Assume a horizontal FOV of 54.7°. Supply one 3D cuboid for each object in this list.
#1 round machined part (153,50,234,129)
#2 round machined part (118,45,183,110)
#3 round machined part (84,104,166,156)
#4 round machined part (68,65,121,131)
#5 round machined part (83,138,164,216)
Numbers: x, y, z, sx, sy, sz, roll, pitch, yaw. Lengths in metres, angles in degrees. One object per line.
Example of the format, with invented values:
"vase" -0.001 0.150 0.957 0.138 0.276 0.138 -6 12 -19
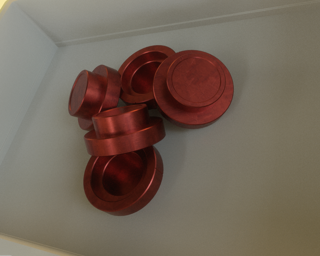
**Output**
"round machined part" 0.041 -0.051 0.374 0.099 0.042 0.098 1 76 -3
"round machined part" -0.011 -0.066 0.438 0.098 0.042 0.098 -13 56 21
"round machined part" -0.045 -0.002 0.381 0.098 0.098 0.042 -6 103 25
"round machined part" -0.099 -0.045 0.444 0.098 0.042 0.098 -29 53 48
"round machined part" -0.040 0.059 0.377 0.098 0.042 0.098 -13 56 21
